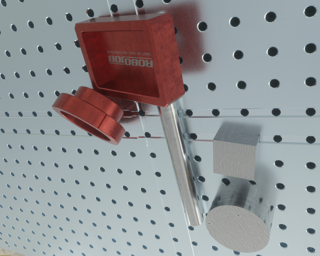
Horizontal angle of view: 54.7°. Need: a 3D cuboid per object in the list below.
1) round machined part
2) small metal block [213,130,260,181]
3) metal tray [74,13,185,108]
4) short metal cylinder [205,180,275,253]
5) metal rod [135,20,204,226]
[{"bbox_3d":[-0.088,-0.020,0.412,0.098,0.042,0.098,27,167,7],"label":"round machined part"},{"bbox_3d":[0.094,0.033,0.382,0.050,0.025,0.050,8,122,23],"label":"small metal block"},{"bbox_3d":[-0.037,-0.078,0.351,0.130,0.030,0.089,15,128,41],"label":"metal tray"},{"bbox_3d":[0.107,0.117,0.410,0.080,0.050,0.079,13,124,20],"label":"short metal cylinder"},{"bbox_3d":[0.019,0.008,0.405,0.025,0.025,0.298,-1,118,28],"label":"metal rod"}]
